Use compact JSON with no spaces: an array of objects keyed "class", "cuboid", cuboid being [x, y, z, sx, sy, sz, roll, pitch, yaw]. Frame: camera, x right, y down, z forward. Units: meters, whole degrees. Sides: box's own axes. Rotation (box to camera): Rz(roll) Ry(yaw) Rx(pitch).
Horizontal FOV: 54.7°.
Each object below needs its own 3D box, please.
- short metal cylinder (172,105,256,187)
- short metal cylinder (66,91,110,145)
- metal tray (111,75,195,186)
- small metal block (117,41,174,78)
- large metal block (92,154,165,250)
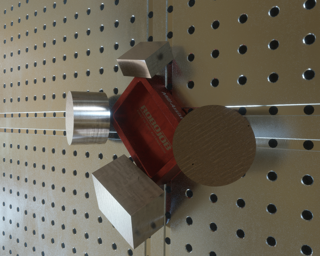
[{"class":"short metal cylinder","cuboid":[0.058,0.017,0.325,0.080,0.050,0.079,0,90,13]},{"class":"short metal cylinder","cuboid":[-0.110,-0.015,0.465,0.080,0.050,0.079,180,90,-65]},{"class":"metal tray","cuboid":[-0.010,0.000,0.413,0.090,0.030,0.130,-49,61,29]},{"class":"small metal block","cuboid":[-0.019,-0.090,0.405,0.050,0.050,0.025,12,135,39]},{"class":"large metal block","cuboid":[-0.041,0.095,0.404,0.080,0.050,0.079,38,144,33]}]
